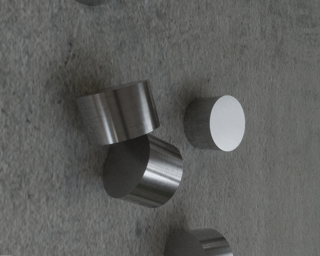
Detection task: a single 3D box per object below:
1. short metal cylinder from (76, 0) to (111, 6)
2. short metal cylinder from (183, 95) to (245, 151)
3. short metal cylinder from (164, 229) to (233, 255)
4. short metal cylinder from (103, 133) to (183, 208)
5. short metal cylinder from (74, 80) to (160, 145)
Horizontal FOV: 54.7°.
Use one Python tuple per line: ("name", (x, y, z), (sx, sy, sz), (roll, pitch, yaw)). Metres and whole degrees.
("short metal cylinder", (-0.068, -0.179, 0.333), (0.081, 0.050, 0.079), (0, 90, -40))
("short metal cylinder", (0.081, -0.007, 0.459), (0.081, 0.050, 0.079), (0, 90, -40))
("short metal cylinder", (0.051, 0.178, 0.414), (0.050, 0.080, 0.080), (10, 84, -40))
("short metal cylinder", (-0.021, 0.046, 0.354), (0.050, 0.080, 0.080), (28, 73, -37))
("short metal cylinder", (-0.045, -0.018, 0.333), (0.081, 0.080, 0.050), (-23, 105, -38))
